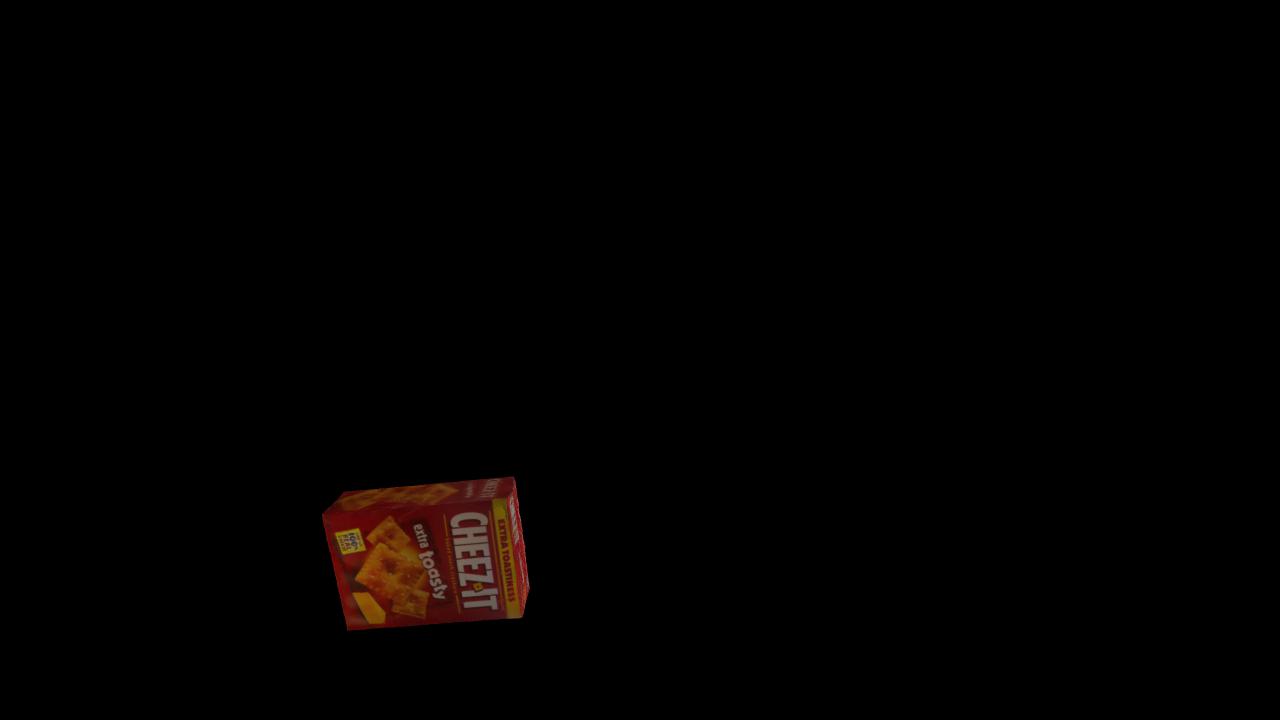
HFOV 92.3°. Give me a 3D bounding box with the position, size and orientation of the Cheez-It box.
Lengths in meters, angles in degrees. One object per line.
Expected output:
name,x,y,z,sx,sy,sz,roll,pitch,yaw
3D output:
Cheez-It box,-0.259,0.243,0.769,0.223,0.166,0.071,-4,15,-1
